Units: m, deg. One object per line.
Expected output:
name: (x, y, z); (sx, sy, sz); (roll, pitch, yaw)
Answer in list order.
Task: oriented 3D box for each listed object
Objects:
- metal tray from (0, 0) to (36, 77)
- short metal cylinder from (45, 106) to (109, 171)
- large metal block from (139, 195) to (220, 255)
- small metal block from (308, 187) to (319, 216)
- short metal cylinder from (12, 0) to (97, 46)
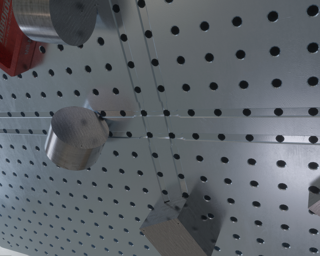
metal tray: (-0.217, -0.147, 0.430); (0.090, 0.030, 0.129); (38, 129, 2)
short metal cylinder: (-0.120, 0.014, 0.448); (0.080, 0.080, 0.050); (35, 129, 5)
large metal block: (0.030, 0.159, 0.478); (0.080, 0.050, 0.080); (-29, 102, 37)
small metal block: (0.209, 0.086, 0.354); (0.050, 0.025, 0.050); (35, 129, 4)
short metal cylinder: (-0.117, -0.136, 0.353); (0.050, 0.080, 0.079); (12, 123, 22)
